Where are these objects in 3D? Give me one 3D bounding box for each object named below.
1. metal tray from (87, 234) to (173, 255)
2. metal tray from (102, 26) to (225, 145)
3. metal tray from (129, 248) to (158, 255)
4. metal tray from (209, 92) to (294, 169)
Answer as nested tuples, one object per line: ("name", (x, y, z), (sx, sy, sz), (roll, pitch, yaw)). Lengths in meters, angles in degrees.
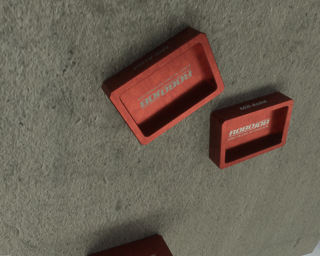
("metal tray", (-0.041, 0.224, 0.481), (0.131, 0.090, 0.030), (-8, 122, -24))
("metal tray", (0.008, -0.049, 0.377), (0.130, 0.030, 0.090), (-35, 129, -5))
("metal tray", (-0.049, 0.270, 0.535), (0.091, 0.030, 0.129), (-11, 129, -22))
("metal tray", (0.141, 0.003, 0.482), (0.131, 0.030, 0.089), (-17, 125, -19))
